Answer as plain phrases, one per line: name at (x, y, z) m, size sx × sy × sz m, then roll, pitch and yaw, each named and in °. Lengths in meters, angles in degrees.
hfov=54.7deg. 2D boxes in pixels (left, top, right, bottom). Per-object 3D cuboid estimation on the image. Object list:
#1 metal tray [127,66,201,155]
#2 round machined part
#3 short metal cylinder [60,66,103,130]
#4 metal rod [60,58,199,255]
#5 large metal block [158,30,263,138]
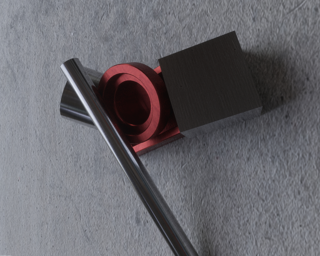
metal tray at (-0.009, -0.022, 0.408) m, size 0.130 × 0.030 × 0.090 m, roll -26°, pitch 74°, yaw 36°
round machined part at (-0.028, -0.033, 0.385) m, size 0.098 × 0.042 × 0.097 m, roll 12°, pitch 112°, yaw 32°
short metal cylinder at (-0.100, -0.043, 0.442) m, size 0.050 × 0.080 × 0.079 m, roll 19°, pitch 105°, yaw 1°
metal rod at (-0.033, 0.048, 0.375) m, size 0.025 × 0.025 × 0.299 m, roll -34°, pitch 87°, yaw 35°
large metal block at (0.052, -0.042, 0.324) m, size 0.080 × 0.050 × 0.080 m, roll -18°, pitch 77°, yaw 11°
